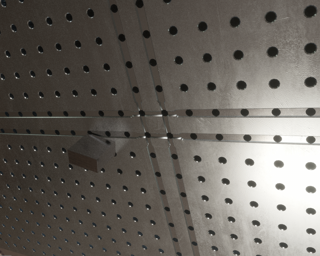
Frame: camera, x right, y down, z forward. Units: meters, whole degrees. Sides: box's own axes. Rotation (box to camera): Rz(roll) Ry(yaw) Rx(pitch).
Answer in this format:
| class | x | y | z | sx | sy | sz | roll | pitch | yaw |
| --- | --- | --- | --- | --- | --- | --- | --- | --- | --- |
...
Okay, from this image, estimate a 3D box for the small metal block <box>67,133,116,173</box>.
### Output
| class | x | y | z | sx | sy | sz | roll | pitch | yaw |
| --- | --- | --- | --- | --- | --- | --- | --- | --- | --- |
| small metal block | -0.102 | 0.037 | 0.470 | 0.050 | 0.050 | 0.025 | 16 | 125 | 19 |
